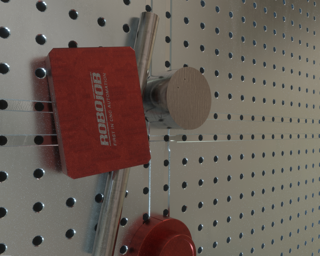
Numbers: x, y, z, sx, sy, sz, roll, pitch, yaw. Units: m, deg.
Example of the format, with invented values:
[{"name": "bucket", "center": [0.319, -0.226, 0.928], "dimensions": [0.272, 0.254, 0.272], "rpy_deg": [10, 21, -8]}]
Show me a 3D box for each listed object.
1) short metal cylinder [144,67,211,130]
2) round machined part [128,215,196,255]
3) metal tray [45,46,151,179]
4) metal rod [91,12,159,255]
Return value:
[{"name": "short metal cylinder", "center": [0.023, -0.038, 0.411], "dimensions": [0.081, 0.050, 0.080], "rpy_deg": [0, 90, -40]}, {"name": "round machined part", "center": [0.010, 0.169, 0.406], "dimensions": [0.099, 0.042, 0.097], "rpy_deg": [0, 90, -40]}, {"name": "metal tray", "center": [-0.065, -0.019, 0.332], "dimensions": [0.091, 0.030, 0.129], "rpy_deg": [-9, 91, -27]}, {"name": "metal rod", "center": [-0.040, 0.003, 0.375], "dimensions": [0.025, 0.025, 0.299], "rpy_deg": [17, 79, -39]}]
